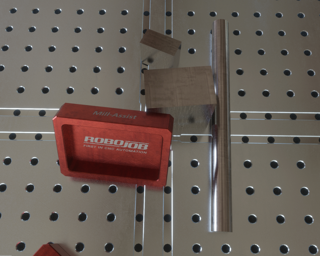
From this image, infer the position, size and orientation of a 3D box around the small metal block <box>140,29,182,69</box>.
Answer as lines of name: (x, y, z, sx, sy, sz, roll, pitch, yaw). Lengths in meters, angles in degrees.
small metal block: (0.001, -0.107, 0.437, 0.050, 0.050, 0.025, 23, 72, 8)

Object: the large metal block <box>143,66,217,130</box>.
large metal block: (0.022, -0.035, 0.395, 0.081, 0.080, 0.050, -4, 70, -2)

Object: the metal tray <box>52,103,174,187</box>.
metal tray: (-0.053, 0.022, 0.368, 0.131, 0.089, 0.030, 6, 35, 2)

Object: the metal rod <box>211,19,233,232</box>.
metal rod: (0.082, -0.017, 0.418, 0.025, 0.025, 0.299, 3, 70, 1)

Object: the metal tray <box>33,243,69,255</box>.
metal tray: (-0.106, 0.202, 0.334, 0.130, 0.030, 0.090, 38, 74, 12)
